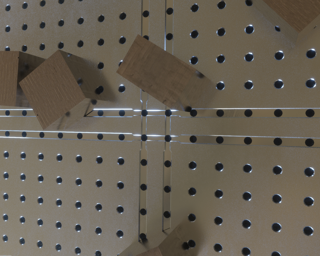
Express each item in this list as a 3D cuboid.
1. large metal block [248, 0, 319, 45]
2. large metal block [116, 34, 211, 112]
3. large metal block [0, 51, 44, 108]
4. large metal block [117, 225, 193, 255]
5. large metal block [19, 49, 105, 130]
[{"bbox_3d":[0.156,-0.155,0.345,0.080,0.050,0.080,-44,77,14],"label":"large metal block"},{"bbox_3d":[0.007,-0.063,0.380,0.080,0.080,0.050,35,101,16],"label":"large metal block"},{"bbox_3d":[-0.234,-0.074,0.480,0.080,0.050,0.079,5,92,19],"label":"large metal block"},{"bbox_3d":[-0.011,0.170,0.387,0.080,0.080,0.050,-29,81,17],"label":"large metal block"},{"bbox_3d":[-0.141,-0.052,0.447,0.080,0.050,0.080,-34,80,16],"label":"large metal block"}]
